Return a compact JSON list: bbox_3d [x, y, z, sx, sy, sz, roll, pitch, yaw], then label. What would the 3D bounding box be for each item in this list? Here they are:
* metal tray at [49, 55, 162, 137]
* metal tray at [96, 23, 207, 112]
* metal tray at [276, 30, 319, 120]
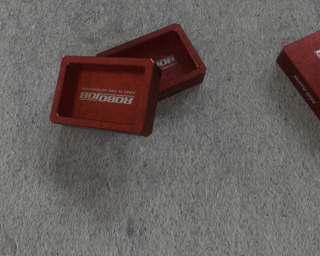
[{"bbox_3d":[-0.069,-0.042,0.390,0.130,0.030,0.090,7,83,20],"label":"metal tray"},{"bbox_3d":[-0.013,-0.084,0.435,0.131,0.030,0.090,-24,72,-9],"label":"metal tray"},{"bbox_3d":[0.239,-0.072,0.433,0.090,0.030,0.130,-25,72,-9],"label":"metal tray"}]
